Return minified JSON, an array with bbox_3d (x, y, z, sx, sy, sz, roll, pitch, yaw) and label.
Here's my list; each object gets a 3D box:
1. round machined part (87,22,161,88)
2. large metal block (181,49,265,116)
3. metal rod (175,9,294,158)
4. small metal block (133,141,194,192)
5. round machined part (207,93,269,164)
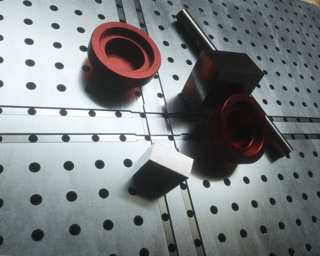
[{"bbox_3d":[-0.052,-0.095,0.428,0.099,0.042,0.098,14,56,-21],"label":"round machined part"},{"bbox_3d":[0.089,-0.065,0.454,0.081,0.079,0.050,-3,48,-30],"label":"large metal block"},{"bbox_3d":[0.119,-0.081,0.521,0.025,0.025,0.299,-25,75,-37],"label":"metal rod"},{"bbox_3d":[0.003,0.047,0.365,0.050,0.050,0.025,27,53,-12],"label":"small metal block"},{"bbox_3d":[0.106,0.003,0.439,0.099,0.042,0.097,6,79,-34],"label":"round machined part"}]
